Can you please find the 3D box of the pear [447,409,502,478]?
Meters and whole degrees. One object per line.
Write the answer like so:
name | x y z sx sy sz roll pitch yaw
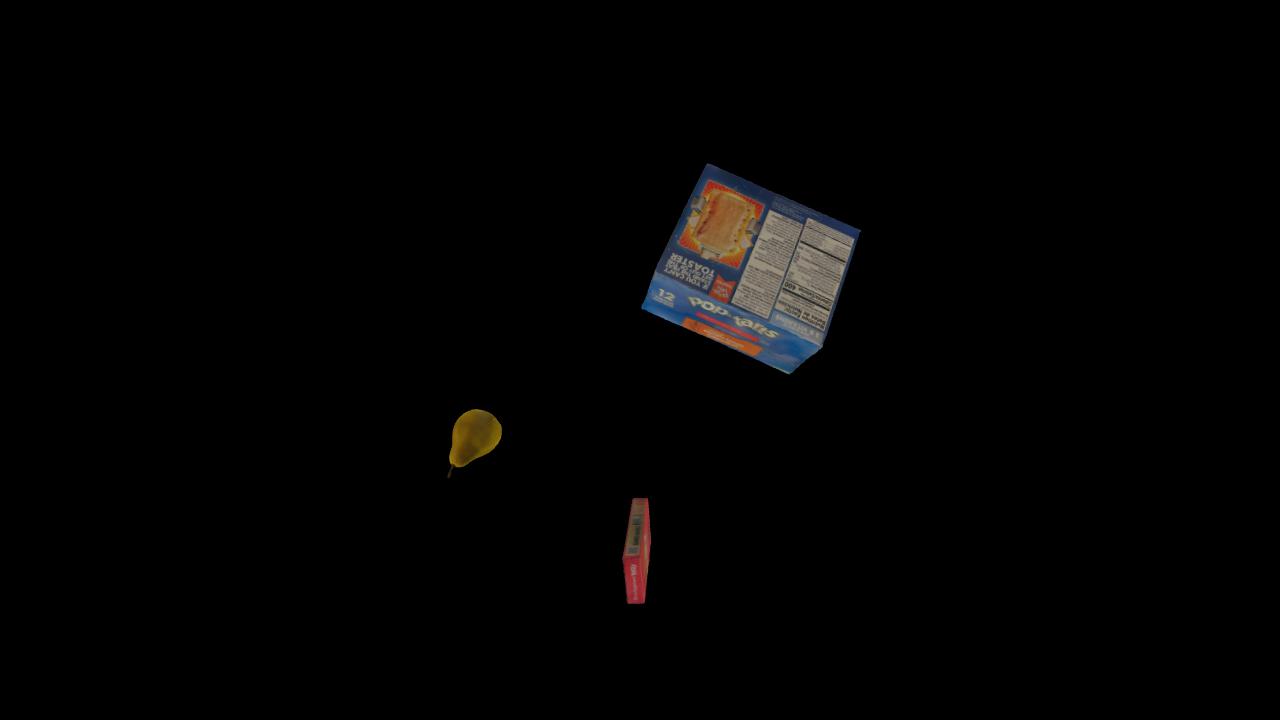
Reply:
pear | -0.266 0.129 0.951 0.080 0.080 0.111 0 36 28

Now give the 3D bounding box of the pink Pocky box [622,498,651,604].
pink Pocky box | -0.003 0.292 0.957 0.029 0.084 0.155 -2 20 6

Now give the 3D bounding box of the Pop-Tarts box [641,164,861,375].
Pop-Tarts box | 0.108 -0.089 0.611 0.167 0.141 0.083 24 -23 2
